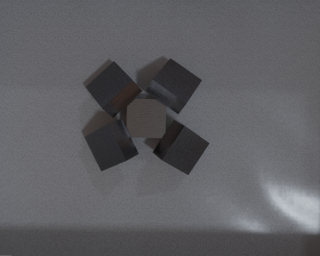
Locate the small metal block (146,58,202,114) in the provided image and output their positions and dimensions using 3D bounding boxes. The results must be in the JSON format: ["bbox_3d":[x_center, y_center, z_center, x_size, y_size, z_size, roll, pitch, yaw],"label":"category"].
[{"bbox_3d":[0.018,-0.054,0.397,0.050,0.025,0.050,35,53,-1],"label":"small metal block"}]

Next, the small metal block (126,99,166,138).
[{"bbox_3d":[-0.017,-0.012,0.409,0.050,0.025,0.050,2,90,0],"label":"small metal block"}]

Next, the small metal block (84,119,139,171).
[{"bbox_3d":[-0.062,0.022,0.397,0.050,0.025,0.050,-26,90,37],"label":"small metal block"}]

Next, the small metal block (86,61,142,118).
[{"bbox_3d":[-0.059,-0.050,0.396,0.050,0.025,0.050,-42,53,0],"label":"small metal block"}]

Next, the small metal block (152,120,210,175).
[{"bbox_3d":[0.027,0.026,0.398,0.050,0.025,0.050,34,90,-35],"label":"small metal block"}]
